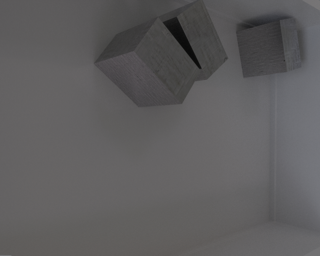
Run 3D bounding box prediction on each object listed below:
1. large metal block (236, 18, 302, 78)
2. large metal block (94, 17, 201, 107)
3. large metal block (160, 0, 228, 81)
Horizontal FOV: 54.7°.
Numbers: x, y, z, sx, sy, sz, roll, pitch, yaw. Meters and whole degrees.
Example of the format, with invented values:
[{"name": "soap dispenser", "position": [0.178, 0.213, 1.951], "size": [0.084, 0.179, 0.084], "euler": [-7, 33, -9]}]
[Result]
[{"name": "large metal block", "position": [0.183, -0.133, 0.524], "size": [0.050, 0.080, 0.080], "euler": [-20, 103, -38]}, {"name": "large metal block", "position": [-0.015, -0.070, 0.358], "size": [0.080, 0.080, 0.050], "euler": [44, 63, -31]}, {"name": "large metal block", "position": [0.026, -0.104, 0.392], "size": [0.050, 0.080, 0.080], "euler": [-45, 117, -30]}]
